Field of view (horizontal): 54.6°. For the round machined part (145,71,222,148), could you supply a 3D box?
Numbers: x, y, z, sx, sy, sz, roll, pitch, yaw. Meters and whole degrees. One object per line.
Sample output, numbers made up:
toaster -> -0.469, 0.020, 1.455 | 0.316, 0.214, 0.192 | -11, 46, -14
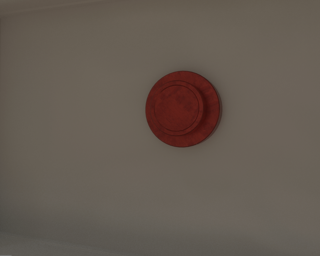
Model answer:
round machined part -> 0.026, -0.024, 0.392 | 0.098, 0.042, 0.097 | 0, 90, 20
